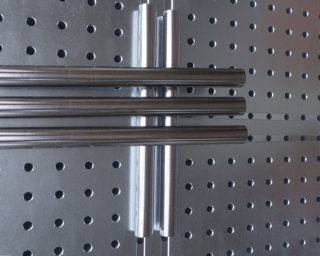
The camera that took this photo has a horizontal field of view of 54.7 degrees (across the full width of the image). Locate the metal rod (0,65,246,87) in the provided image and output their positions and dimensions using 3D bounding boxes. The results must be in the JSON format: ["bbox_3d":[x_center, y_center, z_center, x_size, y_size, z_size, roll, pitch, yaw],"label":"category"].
[{"bbox_3d":[-0.040,-0.062,0.376,0.302,0.025,0.025,-2,91,-12],"label":"metal rod"}]

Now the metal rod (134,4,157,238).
[{"bbox_3d":[-0.019,-0.010,0.407,0.025,0.025,0.298,1,90,-20],"label":"metal rod"}]

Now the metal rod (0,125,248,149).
[{"bbox_3d":[-0.038,0.010,0.377,0.302,0.025,0.025,-1,90,-12],"label":"metal rod"}]

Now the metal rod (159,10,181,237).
[{"bbox_3d":[0.014,-0.006,0.419,0.025,0.025,0.298,1,90,-20],"label":"metal rod"}]

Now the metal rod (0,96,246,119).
[{"bbox_3d":[-0.039,-0.026,0.377,0.302,0.025,0.025,-1,91,-12],"label":"metal rod"}]
